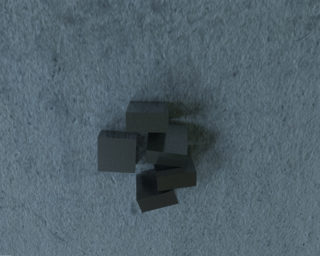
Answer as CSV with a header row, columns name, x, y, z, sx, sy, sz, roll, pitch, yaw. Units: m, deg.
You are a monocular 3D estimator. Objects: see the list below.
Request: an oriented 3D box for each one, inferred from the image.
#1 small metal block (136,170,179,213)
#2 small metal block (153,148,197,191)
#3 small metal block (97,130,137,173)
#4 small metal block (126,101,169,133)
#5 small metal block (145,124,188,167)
name,x,y,z,sx,sy,sz,roll,pitch,yaw
small metal block,-0.005,0.083,0.425,0.050,0.050,0.025,-15,123,5
small metal block,0.018,0.054,0.411,0.050,0.050,0.025,-7,125,-5
small metal block,-0.057,0.032,0.421,0.050,0.025,0.050,3,110,-2
small metal block,-0.015,-0.015,0.391,0.050,0.050,0.025,1,110,-1
small metal block,0.008,0.021,0.401,0.050,0.050,0.025,7,135,-3
